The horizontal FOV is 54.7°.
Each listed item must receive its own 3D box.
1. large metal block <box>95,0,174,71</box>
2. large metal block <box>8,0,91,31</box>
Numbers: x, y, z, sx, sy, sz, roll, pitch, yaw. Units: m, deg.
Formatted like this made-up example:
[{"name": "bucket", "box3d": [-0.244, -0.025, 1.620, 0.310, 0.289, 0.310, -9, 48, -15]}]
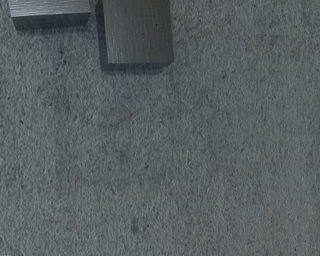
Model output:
[{"name": "large metal block", "box3d": [-0.032, -0.116, 0.383, 0.081, 0.050, 0.079, -6, 92, -20]}, {"name": "large metal block", "box3d": [-0.129, -0.159, 0.348, 0.081, 0.050, 0.080, -11, 94, -20]}]
